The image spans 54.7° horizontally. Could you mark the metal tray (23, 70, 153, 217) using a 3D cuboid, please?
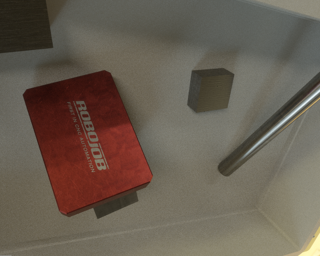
[{"bbox_3d":[-0.073,0.012,0.315,0.091,0.130,0.030,-18,164,-18],"label":"metal tray"}]

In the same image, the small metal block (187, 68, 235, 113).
[{"bbox_3d":[0.067,-0.051,0.416,0.050,0.025,0.050,-9,123,-24],"label":"small metal block"}]

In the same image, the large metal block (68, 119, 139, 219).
[{"bbox_3d":[-0.070,0.043,0.363,0.050,0.080,0.079,-21,127,-17],"label":"large metal block"}]

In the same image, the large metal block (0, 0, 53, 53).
[{"bbox_3d":[-0.138,-0.107,0.251,0.081,0.050,0.079,-13,124,-22],"label":"large metal block"}]

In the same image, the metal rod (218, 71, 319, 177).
[{"bbox_3d":[0.169,-0.018,0.412,0.025,0.025,0.298,2,143,-30],"label":"metal rod"}]
